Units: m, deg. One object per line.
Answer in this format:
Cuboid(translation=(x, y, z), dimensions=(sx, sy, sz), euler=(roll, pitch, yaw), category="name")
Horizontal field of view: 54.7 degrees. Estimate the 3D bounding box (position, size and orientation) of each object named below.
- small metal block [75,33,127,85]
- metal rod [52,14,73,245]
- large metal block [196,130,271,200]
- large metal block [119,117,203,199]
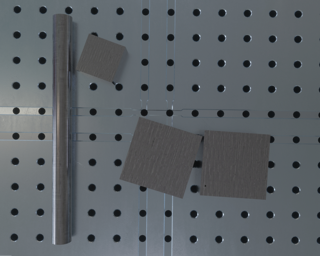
Cuboid(translation=(-0.077, -0.090, 0.413), dimensions=(0.050, 0.025, 0.050), euler=(20, 90, 0), category="small metal block")
Cuboid(translation=(-0.130, 0.002, 0.412), dimensions=(0.025, 0.025, 0.298), euler=(0, 90, 0), category="metal rod")
Cuboid(translation=(0.092, 0.045, 0.402), dimensions=(0.081, 0.050, 0.080), euler=(4, 90, 0), category="large metal block")
Cuboid(translation=(0.001, 0.036, 0.401), dimensions=(0.080, 0.050, 0.080), euler=(18, 90, 0), category="large metal block")
